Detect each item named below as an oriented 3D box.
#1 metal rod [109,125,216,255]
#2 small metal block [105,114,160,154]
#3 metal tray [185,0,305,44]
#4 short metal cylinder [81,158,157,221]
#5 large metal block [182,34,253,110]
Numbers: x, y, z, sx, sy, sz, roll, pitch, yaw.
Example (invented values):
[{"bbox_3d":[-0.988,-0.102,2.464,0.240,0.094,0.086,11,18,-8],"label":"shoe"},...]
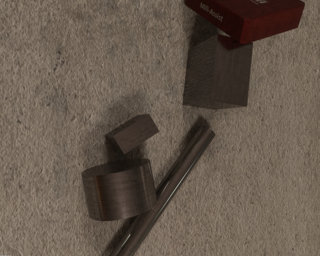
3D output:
[{"bbox_3d":[-0.020,0.122,0.402,0.025,0.025,0.300,40,77,-16],"label":"metal rod"},{"bbox_3d":[-0.035,0.007,0.383,0.050,0.050,0.025,-33,101,-17],"label":"small metal block"},{"bbox_3d":[0.103,-0.160,0.399,0.091,0.130,0.030,-21,138,-19],"label":"metal tray"},{"bbox_3d":[-0.047,0.069,0.363,0.081,0.080,0.050,-11,94,-20],"label":"short metal cylinder"},{"bbox_3d":[0.073,-0.069,0.408,0.050,0.080,0.080,7,88,-20],"label":"large metal block"}]
